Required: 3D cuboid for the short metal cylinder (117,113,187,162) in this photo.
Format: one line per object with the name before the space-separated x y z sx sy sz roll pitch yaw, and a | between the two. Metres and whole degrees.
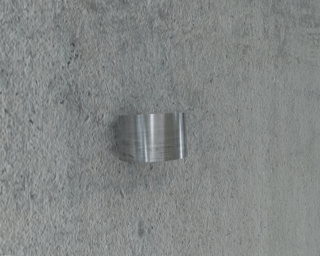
short metal cylinder | -0.009 0.009 0.360 0.081 0.080 0.050 -5 93 -40
